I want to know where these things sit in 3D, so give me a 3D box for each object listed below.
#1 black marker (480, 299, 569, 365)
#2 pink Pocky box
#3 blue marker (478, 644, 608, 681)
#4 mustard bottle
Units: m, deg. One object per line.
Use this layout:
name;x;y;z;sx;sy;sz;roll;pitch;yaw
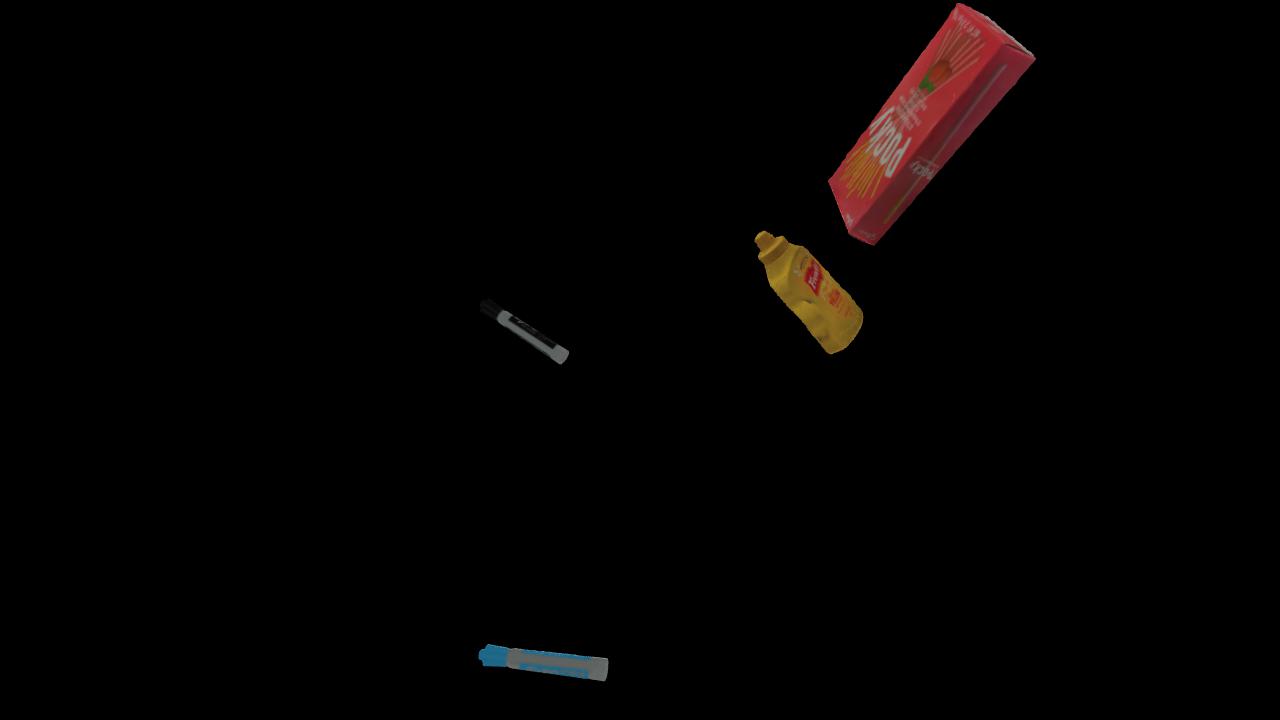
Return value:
black marker;-0.137;-0.035;0.716;0.121;0.020;0.020;33;5;8
pink Pocky box;0.202;-0.169;0.452;0.029;0.084;0.155;19;-47;-16
blue marker;-0.090;0.277;0.565;0.121;0.020;0.020;3;0;9
mustard bottle;0.217;-0.099;0.815;0.092;0.184;0.054;-52;13;-32
